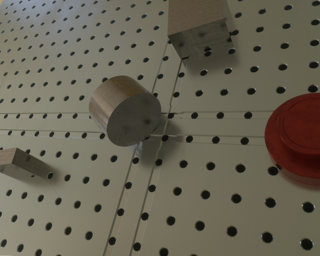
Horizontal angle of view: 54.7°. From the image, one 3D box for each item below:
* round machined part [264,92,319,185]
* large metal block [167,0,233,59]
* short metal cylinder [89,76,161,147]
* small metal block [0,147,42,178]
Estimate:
[{"bbox_3d":[0.157,0.004,0.313,0.098,0.042,0.098,-13,56,20],"label":"round machined part"},{"bbox_3d":[0.059,-0.159,0.458,0.080,0.050,0.080,-11,57,22],"label":"large metal block"},{"bbox_3d":[-0.046,-0.022,0.409,0.080,0.080,0.050,-45,51,-3],"label":"short metal cylinder"},{"bbox_3d":[-0.221,0.054,0.472,0.050,0.050,0.025,-9,58,23],"label":"small metal block"}]
